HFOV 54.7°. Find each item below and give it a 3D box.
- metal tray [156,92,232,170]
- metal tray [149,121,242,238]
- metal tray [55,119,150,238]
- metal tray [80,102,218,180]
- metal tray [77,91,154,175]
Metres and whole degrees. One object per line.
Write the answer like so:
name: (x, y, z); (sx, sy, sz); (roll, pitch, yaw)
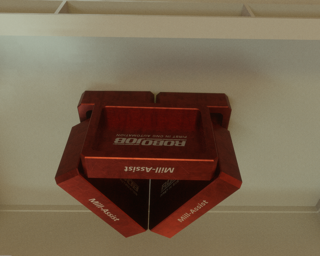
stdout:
metal tray: (0.039, 0.015, 0.417); (0.091, 0.030, 0.129); (1, 129, -1)
metal tray: (0.036, 0.064, 0.378); (0.030, 0.090, 0.129); (29, 125, -22)
metal tray: (-0.061, 0.061, 0.376); (0.030, 0.090, 0.130); (-25, 126, 20)
metal tray: (-0.010, 0.011, 0.333); (0.131, 0.090, 0.030); (2, 130, -1)
metal tray: (-0.053, 0.013, 0.415); (0.091, 0.030, 0.129); (0, 129, 0)
